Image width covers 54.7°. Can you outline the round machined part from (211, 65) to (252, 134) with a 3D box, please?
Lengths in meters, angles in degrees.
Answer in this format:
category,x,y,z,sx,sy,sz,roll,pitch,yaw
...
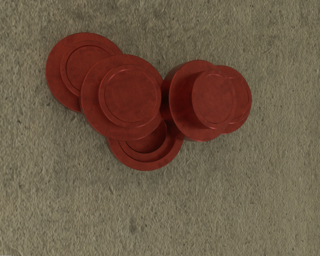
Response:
category,x,y,z,sx,sy,sz,roll,pitch,yaw
round machined part,0.088,-0.040,0.435,0.099,0.042,0.097,0,90,-21

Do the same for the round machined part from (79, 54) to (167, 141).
category,x,y,z,sx,sy,sz,roll,pitch,yaw
round machined part,-0.037,-0.034,0.343,0.099,0.042,0.097,0,90,-21

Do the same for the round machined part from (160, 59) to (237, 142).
category,x,y,z,sx,sy,sz,roll,pitch,yaw
round machined part,0.052,-0.032,0.366,0.099,0.042,0.097,1,88,-33

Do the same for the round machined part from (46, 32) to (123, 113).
category,x,y,z,sx,sy,sz,roll,pitch,yaw
round machined part,-0.084,-0.066,0.370,0.099,0.042,0.097,0,90,-21

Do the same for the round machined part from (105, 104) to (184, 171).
category,x,y,z,sx,sy,sz,roll,pitch,yaw
round machined part,-0.022,0.003,0.394,0.099,0.042,0.097,0,90,-21
